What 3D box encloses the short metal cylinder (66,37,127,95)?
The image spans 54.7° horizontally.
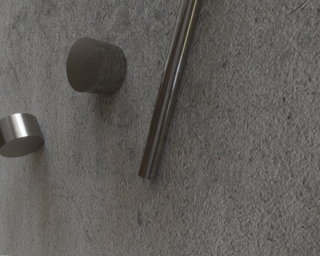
[{"bbox_3d":[-0.097,-0.092,0.468,0.080,0.050,0.080,0,90,40],"label":"short metal cylinder"}]

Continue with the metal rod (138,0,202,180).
[{"bbox_3d":[0.018,-0.077,0.389,0.025,0.025,0.298,23,105,37],"label":"metal rod"}]

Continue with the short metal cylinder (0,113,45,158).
[{"bbox_3d":[-0.269,0.015,0.591,0.080,0.081,0.050,-40,66,32],"label":"short metal cylinder"}]
